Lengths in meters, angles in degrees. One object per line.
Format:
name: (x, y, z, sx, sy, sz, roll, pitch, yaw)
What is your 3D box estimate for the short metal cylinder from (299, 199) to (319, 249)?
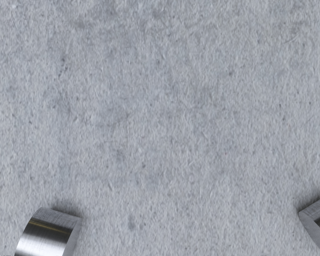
short metal cylinder: (0.222, 0.127, 0.386, 0.050, 0.080, 0.080, -32, 90, 0)

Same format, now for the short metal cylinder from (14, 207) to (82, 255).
short metal cylinder: (-0.135, 0.144, 0.381, 0.050, 0.080, 0.080, 17, 90, 0)
